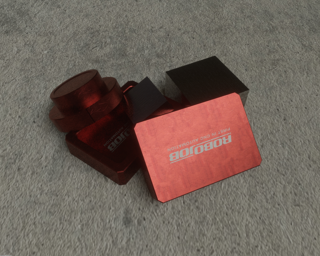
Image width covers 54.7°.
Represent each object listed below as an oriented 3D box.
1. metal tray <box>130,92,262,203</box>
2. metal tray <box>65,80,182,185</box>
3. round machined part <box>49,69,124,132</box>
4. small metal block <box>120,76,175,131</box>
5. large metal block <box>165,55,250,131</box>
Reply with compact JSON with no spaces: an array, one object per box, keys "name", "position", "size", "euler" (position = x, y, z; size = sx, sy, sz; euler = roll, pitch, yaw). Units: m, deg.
[{"name":"metal tray","position":[0.041,0.020,0.355],"size":[0.131,0.030,0.090],"euler":[-18,89,-14]},{"name":"metal tray","position":[-0.042,0.000,0.400],"size":[0.090,0.030,0.131],"euler":[28,55,21]},{"name":"round machined part","position":[-0.100,-0.041,0.400],"size":[0.098,0.042,0.098],"euler":[-20,29,12]},{"name":"small metal block","position":[-0.018,-0.030,0.400],"size":[0.050,0.025,0.050],"euler":[-39,58,4]},{"name":"large metal block","position":[0.061,-0.047,0.429],"size":[0.081,0.050,0.080],"euler":[-21,53,-17]}]
